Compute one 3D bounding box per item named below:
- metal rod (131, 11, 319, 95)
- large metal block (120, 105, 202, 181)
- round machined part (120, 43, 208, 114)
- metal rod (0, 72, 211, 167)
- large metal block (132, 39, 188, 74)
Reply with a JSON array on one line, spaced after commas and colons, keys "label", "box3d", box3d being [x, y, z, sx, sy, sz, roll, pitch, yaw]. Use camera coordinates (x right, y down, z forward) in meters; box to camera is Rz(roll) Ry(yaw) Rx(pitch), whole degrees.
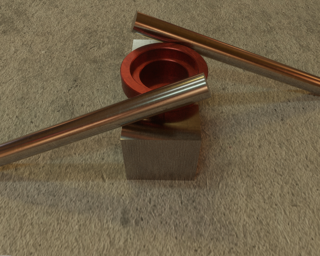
[{"label": "metal rod", "box3d": [0.109, -0.092, 0.414, 0.302, 0.025, 0.025, 14, 48, -18]}, {"label": "large metal block", "box3d": [0.001, 0.018, 0.354, 0.081, 0.080, 0.050, 1, 50, 0]}, {"label": "round machined part", "box3d": [0.005, -0.054, 0.363, 0.099, 0.042, 0.098, 0, 50, 0]}, {"label": "metal rod", "box3d": [-0.094, 0.003, 0.329, 0.301, 0.025, 0.025, -18, 49, 14]}, {"label": "large metal block", "box3d": [0.004, -0.074, 0.431, 0.081, 0.080, 0.050, 1, 50, 0]}]
